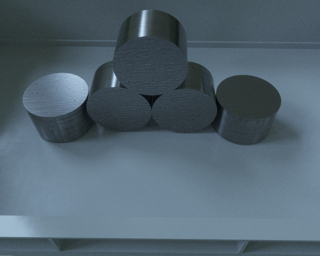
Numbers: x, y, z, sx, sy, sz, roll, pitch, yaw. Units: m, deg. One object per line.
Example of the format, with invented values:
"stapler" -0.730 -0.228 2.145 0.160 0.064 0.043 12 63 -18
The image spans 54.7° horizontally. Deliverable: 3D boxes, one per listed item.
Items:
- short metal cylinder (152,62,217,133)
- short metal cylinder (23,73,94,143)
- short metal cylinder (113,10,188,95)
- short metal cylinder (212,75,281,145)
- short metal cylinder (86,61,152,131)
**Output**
"short metal cylinder" 0.031 -0.038 0.399 0.080 0.080 0.050 1 50 1
"short metal cylinder" -0.131 -0.027 0.409 0.080 0.050 0.080 0 50 0
"short metal cylinder" -0.010 -0.083 0.347 0.080 0.080 0.050 1 50 1
"short metal cylinder" 0.111 -0.025 0.408 0.080 0.050 0.080 0 50 0
"short metal cylinder" -0.050 -0.040 0.400 0.080 0.080 0.050 1 50 1
